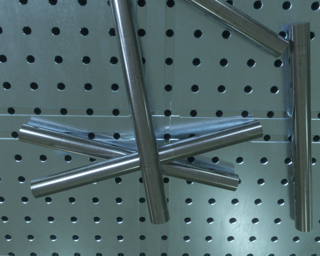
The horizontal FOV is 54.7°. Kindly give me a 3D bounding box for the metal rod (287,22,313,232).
[{"bbox_3d":[0.192,0.013,0.420,0.025,0.025,0.298,-10,110,3],"label":"metal rod"}]

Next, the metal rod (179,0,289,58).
[{"bbox_3d":[0.017,-0.164,0.353,0.301,0.025,0.025,27,108,-10],"label":"metal rod"}]

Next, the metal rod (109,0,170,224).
[{"bbox_3d":[-0.025,-0.031,0.368,0.025,0.025,0.298,-10,98,3],"label":"metal rod"}]

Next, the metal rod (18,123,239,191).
[{"bbox_3d":[-0.037,0.042,0.428,0.302,0.025,0.025,14,109,-6],"label":"metal rod"}]

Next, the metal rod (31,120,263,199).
[{"bbox_3d":[-0.013,0.039,0.404,0.302,0.025,0.025,-15,110,-5],"label":"metal rod"}]
